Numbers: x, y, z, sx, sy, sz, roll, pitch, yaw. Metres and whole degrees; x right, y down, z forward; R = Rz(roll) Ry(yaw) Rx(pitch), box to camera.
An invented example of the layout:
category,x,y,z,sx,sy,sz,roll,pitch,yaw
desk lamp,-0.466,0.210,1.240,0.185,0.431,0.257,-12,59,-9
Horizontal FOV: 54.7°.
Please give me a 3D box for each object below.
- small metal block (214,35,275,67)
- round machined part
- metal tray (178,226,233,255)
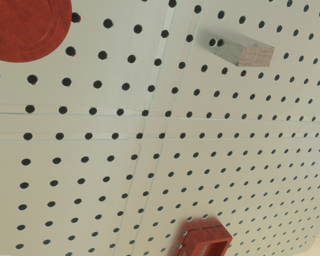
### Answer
category,x,y,z,sx,sy,sz,roll,pitch,yaw
small metal block,0.107,-0.098,0.395,0.050,0.050,0.025,-5,121,-26
round machined part,-0.126,-0.103,0.268,0.099,0.042,0.097,-14,125,-21
metal tray,0.080,0.257,0.613,0.091,0.030,0.129,4,117,-31
